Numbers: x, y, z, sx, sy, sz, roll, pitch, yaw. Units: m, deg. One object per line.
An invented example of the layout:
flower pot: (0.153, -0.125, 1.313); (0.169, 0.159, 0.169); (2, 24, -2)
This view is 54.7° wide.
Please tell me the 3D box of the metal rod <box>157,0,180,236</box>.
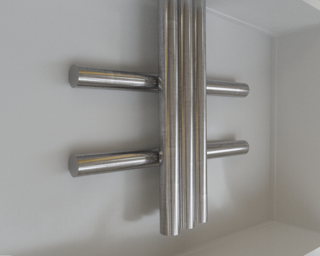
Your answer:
metal rod: (0.011, -0.021, 0.380); (0.025, 0.025, 0.298); (-1, 91, -40)

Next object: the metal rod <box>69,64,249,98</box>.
metal rod: (0.024, -0.059, 0.425); (0.302, 0.025, 0.025); (-2, 92, -40)

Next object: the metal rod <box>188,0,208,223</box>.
metal rod: (0.049, -0.026, 0.412); (0.025, 0.025, 0.298); (-1, 91, -40)

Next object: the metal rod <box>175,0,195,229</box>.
metal rod: (0.031, -0.023, 0.396); (0.025, 0.025, 0.298); (-1, 91, -40)

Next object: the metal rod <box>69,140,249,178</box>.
metal rod: (0.024, 0.036, 0.425); (0.302, 0.025, 0.025); (-2, 91, -40)
